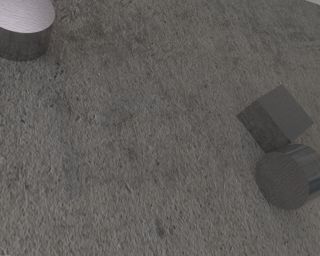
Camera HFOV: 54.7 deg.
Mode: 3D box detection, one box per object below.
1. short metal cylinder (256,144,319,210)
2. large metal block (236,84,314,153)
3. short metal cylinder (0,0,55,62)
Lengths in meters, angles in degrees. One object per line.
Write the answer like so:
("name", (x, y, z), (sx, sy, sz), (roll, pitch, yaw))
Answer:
("short metal cylinder", (0.180, 0.066, 0.425), (0.050, 0.080, 0.080), (-13, 68, -33))
("large metal block", (0.184, -0.014, 0.495), (0.081, 0.050, 0.080), (-28, 77, -37))
("short metal cylinder", (-0.172, -0.127, 0.373), (0.081, 0.050, 0.080), (14, 56, -21))
